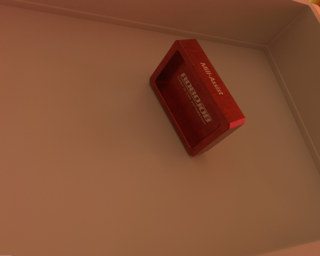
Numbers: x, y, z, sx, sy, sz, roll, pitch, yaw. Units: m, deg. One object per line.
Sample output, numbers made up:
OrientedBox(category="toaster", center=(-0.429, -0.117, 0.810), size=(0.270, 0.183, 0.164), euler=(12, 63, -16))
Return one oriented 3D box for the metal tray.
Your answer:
OrientedBox(category="metal tray", center=(0.043, -0.039, 0.406), size=(0.030, 0.090, 0.130), euler=(-17, 71, -36))
